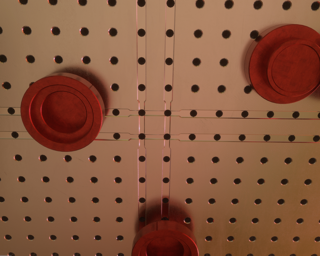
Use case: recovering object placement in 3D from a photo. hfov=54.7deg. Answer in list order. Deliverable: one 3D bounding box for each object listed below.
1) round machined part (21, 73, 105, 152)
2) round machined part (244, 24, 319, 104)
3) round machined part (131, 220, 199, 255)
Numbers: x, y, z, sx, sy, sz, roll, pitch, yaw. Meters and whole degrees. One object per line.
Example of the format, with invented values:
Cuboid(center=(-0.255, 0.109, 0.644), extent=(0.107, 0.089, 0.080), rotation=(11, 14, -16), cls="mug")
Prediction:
Cuboid(center=(-0.119, -0.022, 0.394), extent=(0.099, 0.042, 0.097), rotation=(0, 110, -1), cls="round machined part")
Cuboid(center=(0.158, -0.076, 0.379), extent=(0.099, 0.042, 0.097), rotation=(0, 110, -1), cls="round machined part")
Cuboid(center=(0.007, 0.181, 0.471), extent=(0.099, 0.042, 0.097), rotation=(0, 110, -1), cls="round machined part")
